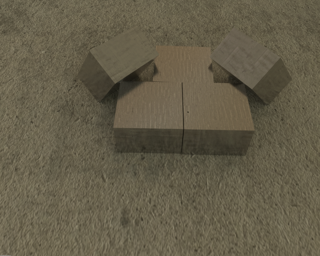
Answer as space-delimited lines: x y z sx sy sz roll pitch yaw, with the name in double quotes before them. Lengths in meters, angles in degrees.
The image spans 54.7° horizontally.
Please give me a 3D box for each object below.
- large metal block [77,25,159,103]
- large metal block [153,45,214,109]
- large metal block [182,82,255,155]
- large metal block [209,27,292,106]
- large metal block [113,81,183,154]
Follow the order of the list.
"large metal block" -0.060 -0.087 0.433 0.080 0.080 0.050 -40 95 -28
"large metal block" 0.032 -0.075 0.452 0.081 0.050 0.080 2 50 1
"large metal block" 0.069 -0.013 0.397 0.081 0.050 0.080 1 50 0
"large metal block" 0.128 -0.084 0.433 0.050 0.080 0.080 -50 58 12
"large metal block" -0.013 -0.014 0.400 0.081 0.050 0.080 1 50 0
